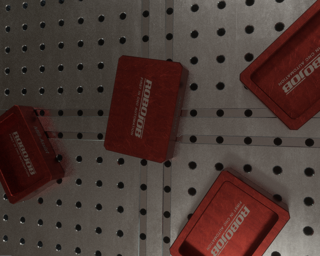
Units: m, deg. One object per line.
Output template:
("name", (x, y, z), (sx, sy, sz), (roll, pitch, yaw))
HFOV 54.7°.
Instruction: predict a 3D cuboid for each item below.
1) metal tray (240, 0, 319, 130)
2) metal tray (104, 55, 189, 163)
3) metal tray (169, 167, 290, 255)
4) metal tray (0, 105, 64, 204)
("metal tray", (0.169, -0.071, 0.350), (0.130, 0.030, 0.090), (-45, 77, 14))
("metal tray", (-0.019, -0.026, 0.416), (0.090, 0.030, 0.129), (12, 94, 19))
("metal tray", (0.083, 0.126, 0.380), (0.090, 0.030, 0.129), (34, 101, 16))
("metal tray", (-0.217, 0.040, 0.484), (0.090, 0.030, 0.130), (-32, 80, 16))
